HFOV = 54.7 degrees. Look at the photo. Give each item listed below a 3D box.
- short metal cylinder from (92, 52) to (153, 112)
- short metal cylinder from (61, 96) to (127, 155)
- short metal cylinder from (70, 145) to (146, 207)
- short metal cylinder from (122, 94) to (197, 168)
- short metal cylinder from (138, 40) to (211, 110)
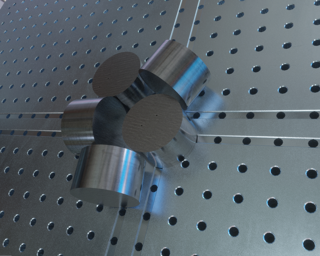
[{"bbox_3d":[-0.052,-0.065,0.459,0.080,0.050,0.080,-14,56,22],"label":"short metal cylinder"},{"bbox_3d":[-0.086,-0.001,0.420,0.050,0.080,0.080,-2,61,27],"label":"short metal cylinder"},{"bbox_3d":[-0.060,0.059,0.367,0.080,0.080,0.050,-6,60,25],"label":"short metal cylinder"},{"bbox_3d":[0.000,0.004,0.390,0.080,0.050,0.080,-13,57,21],"label":"short metal cylinder"},{"bbox_3d":[0.019,-0.068,0.405,0.080,0.080,0.050,32,79,38],"label":"short metal cylinder"}]
